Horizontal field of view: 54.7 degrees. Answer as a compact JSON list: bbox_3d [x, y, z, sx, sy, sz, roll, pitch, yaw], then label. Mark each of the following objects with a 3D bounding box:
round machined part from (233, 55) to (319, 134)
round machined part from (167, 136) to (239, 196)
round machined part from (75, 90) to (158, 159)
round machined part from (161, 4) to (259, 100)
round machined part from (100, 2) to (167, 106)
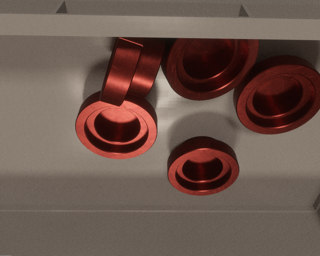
[{"bbox_3d":[0.135,-0.042,0.364,0.099,0.042,0.097,-1,130,0],"label":"round machined part"},{"bbox_3d":[0.059,0.050,0.441,0.099,0.042,0.097,-1,130,0],"label":"round machined part"},{"bbox_3d":[-0.052,-0.009,0.389,0.099,0.042,0.097,-1,130,0],"label":"round machined part"},{"bbox_3d":[0.047,-0.080,0.320,0.099,0.042,0.097,-11,135,-12],"label":"round machined part"},{"bbox_3d":[-0.025,-0.067,0.303,0.042,0.098,0.097,16,128,-14],"label":"round machined part"}]
